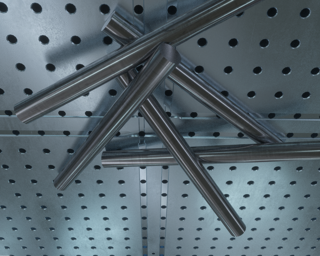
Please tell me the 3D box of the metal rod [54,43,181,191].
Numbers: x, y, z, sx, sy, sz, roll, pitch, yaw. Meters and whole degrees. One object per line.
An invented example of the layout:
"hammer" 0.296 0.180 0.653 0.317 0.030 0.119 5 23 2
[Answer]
"metal rod" -0.072 0.008 0.386 0.025 0.025 0.299 27 135 -21

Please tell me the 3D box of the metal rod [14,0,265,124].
"metal rod" -0.013 -0.081 0.310 0.301 0.025 0.025 -26 126 8

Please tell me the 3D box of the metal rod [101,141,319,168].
"metal rod" 0.067 0.037 0.421 0.301 0.025 0.025 -3 131 11

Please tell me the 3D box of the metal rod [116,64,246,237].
"metal rod" 0.029 0.033 0.395 0.025 0.025 0.299 -28 112 21

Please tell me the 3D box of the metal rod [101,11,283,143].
"metal rod" 0.062 -0.037 0.381 0.301 0.025 0.025 32 123 -25
